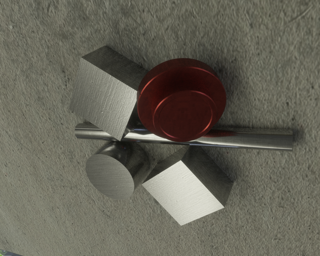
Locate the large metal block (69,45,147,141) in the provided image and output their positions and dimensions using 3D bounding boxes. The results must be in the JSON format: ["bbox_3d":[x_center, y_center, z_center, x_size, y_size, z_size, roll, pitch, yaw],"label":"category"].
[{"bbox_3d":[-0.060,-0.044,0.392,0.080,0.050,0.079,32,128,7],"label":"large metal block"}]

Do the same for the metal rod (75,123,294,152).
[{"bbox_3d":[0.012,0.009,0.408,0.301,0.025,0.025,2,119,27],"label":"metal rod"}]

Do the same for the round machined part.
[{"bbox_3d":[0.024,-0.023,0.339,0.099,0.042,0.097,-4,129,-5],"label":"round machined part"}]

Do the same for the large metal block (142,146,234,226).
[{"bbox_3d":[0.037,0.075,0.418,0.080,0.050,0.080,48,129,-6],"label":"large metal block"}]

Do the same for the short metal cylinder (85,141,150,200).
[{"bbox_3d":[-0.062,0.059,0.459,0.080,0.050,0.079,13,124,20],"label":"short metal cylinder"}]
